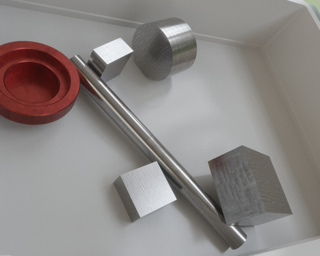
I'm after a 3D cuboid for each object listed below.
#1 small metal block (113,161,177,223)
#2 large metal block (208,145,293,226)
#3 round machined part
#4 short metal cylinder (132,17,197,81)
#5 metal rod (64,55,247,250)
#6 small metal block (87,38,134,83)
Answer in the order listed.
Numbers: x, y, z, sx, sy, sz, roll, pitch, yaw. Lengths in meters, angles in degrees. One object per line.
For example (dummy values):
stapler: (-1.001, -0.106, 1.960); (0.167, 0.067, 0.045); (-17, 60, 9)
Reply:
small metal block: (-0.017, 0.072, 0.354); (0.050, 0.025, 0.050); (-17, 71, -35)
large metal block: (0.113, 0.075, 0.387); (0.080, 0.050, 0.080); (20, 48, -46)
round machined part: (-0.143, -0.046, 0.346); (0.099, 0.042, 0.098); (14, 56, -21)
short metal cylinder: (0.006, -0.113, 0.444); (0.050, 0.080, 0.080); (-29, 78, -38)
metal rod: (-0.006, 0.028, 0.379); (0.300, 0.025, 0.025); (47, 51, 2)
small metal block: (-0.068, -0.085, 0.404); (0.025, 0.050, 0.050); (47, 48, 3)
